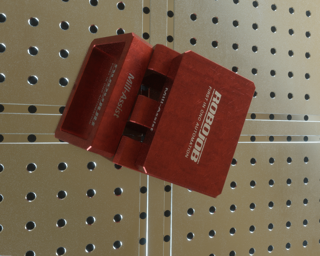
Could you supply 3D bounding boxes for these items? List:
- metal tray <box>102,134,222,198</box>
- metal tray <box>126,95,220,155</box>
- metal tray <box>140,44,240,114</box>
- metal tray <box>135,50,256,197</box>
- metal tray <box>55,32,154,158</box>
[{"bbox_3d":[0.000,0.044,0.377,0.131,0.090,0.030,22,83,-19],"label":"metal tray"},{"bbox_3d":[0.016,0.001,0.382,0.131,0.090,0.030,21,82,-20],"label":"metal tray"},{"bbox_3d":[0.036,-0.055,0.390,0.131,0.090,0.030,22,84,-18],"label":"metal tray"},{"bbox_3d":[0.039,-0.004,0.327,0.090,0.030,0.130,22,83,-19],"label":"metal tray"},{"bbox_3d":[-0.066,-0.039,0.351,0.030,0.090,0.130,26,81,-40],"label":"metal tray"}]
